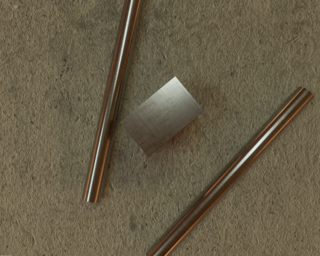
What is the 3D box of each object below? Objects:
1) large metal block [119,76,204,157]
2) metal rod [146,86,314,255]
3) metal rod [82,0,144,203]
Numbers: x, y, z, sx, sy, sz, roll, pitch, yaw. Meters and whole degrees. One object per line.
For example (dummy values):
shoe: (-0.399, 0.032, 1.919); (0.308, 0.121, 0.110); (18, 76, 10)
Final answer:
large metal block: (0.002, -0.013, 0.383); (0.080, 0.080, 0.050); (-40, 90, 0)
metal rod: (0.092, 0.064, 0.410); (0.025, 0.025, 0.300); (43, 90, 0)
metal rod: (-0.059, -0.051, 0.409); (0.025, 0.025, 0.298); (12, 90, 0)
